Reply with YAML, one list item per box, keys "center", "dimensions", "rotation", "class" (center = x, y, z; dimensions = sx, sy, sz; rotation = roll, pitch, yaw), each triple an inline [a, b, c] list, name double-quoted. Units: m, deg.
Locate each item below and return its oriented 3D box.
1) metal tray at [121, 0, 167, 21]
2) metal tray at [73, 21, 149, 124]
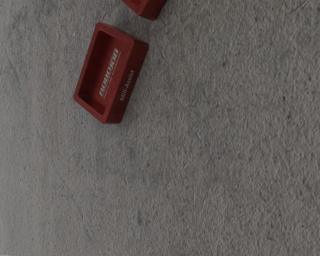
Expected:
- center: [-0.032, -0.221, 0.427]
  dimensions: [0.130, 0.030, 0.089]
  rotation: [49, 119, 29]
  class: "metal tray"
- center: [-0.077, -0.082, 0.465]
  dimensions: [0.090, 0.030, 0.129]
  rotation: [36, 112, 34]
  class: "metal tray"
